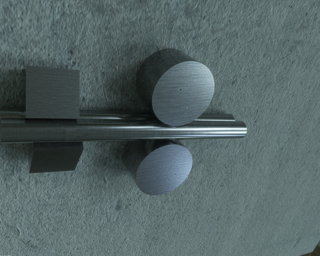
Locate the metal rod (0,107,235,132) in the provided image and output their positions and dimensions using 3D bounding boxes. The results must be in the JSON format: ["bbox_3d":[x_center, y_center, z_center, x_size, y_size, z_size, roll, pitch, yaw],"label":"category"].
[{"bbox_3d":[-0.030,-0.009,0.386,0.303,0.025,0.025,0,119,-29],"label":"metal rod"}]

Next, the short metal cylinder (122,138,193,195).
[{"bbox_3d":[-0.004,0.043,0.417,0.081,0.050,0.079,-14,124,-21],"label":"short metal cylinder"}]

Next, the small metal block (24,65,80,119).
[{"bbox_3d":[-0.110,-0.034,0.315,0.050,0.025,0.050,0,91,-28],"label":"small metal block"}]

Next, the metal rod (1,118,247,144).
[{"bbox_3d":[-0.019,0.002,0.367,0.303,0.025,0.025,0,119,-28],"label":"metal rod"}]

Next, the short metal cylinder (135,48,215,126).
[{"bbox_3d":[0.017,-0.049,0.371,0.081,0.050,0.079,-14,124,-21],"label":"short metal cylinder"}]

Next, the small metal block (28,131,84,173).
[{"bbox_3d":[-0.118,0.026,0.347,0.050,0.025,0.050,0,145,-29],"label":"small metal block"}]
